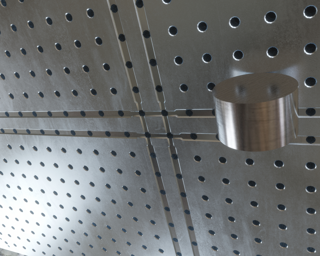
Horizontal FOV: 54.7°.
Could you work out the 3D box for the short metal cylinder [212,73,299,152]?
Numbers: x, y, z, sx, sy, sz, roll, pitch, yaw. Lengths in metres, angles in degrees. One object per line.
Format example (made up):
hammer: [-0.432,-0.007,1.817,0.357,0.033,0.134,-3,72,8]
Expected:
short metal cylinder: [0.096,-0.019,0.313,0.080,0.080,0.050,2,119,27]
